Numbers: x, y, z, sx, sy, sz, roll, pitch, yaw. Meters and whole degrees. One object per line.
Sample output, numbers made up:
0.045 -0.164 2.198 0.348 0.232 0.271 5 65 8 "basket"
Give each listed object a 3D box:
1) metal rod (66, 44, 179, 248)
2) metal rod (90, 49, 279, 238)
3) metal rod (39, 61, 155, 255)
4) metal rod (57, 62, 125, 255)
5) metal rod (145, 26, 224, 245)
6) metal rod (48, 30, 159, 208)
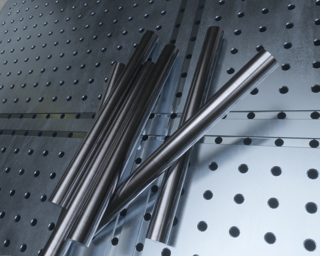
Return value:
-0.034 0.000 0.397 0.025 0.025 0.300 4 54 30 "metal rod"
0.010 0.029 0.352 0.299 0.025 0.025 -44 50 11 "metal rod"
-0.069 0.029 0.408 0.025 0.025 0.300 7 59 31 "metal rod"
-0.097 0.033 0.439 0.025 0.025 0.300 0 61 28 "metal rod"
0.038 -0.008 0.393 0.025 0.025 0.300 4 63 30 "metal rod"
-0.069 -0.028 0.443 0.025 0.025 0.300 7 59 31 "metal rod"
